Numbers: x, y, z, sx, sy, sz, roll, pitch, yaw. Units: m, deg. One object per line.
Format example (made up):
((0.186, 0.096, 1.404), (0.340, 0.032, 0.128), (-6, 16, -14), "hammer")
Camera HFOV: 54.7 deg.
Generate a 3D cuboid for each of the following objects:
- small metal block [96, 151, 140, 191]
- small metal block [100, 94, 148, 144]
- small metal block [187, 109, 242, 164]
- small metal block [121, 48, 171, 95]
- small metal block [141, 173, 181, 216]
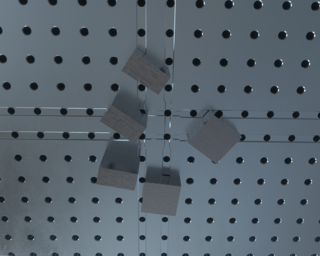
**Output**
((-0.055, 0.057, 0.420), (0.050, 0.050, 0.025), (11, 110, -5), "small metal block")
((-0.044, -0.013, 0.395), (0.050, 0.050, 0.025), (34, 106, -12), "small metal block")
((0.072, 0.012, 0.419), (0.050, 0.025, 0.050), (37, 106, -13), "small metal block")
((-0.016, -0.070, 0.374), (0.050, 0.050, 0.025), (32, 107, -12), "small metal block")
((0.001, 0.097, 0.449), (0.050, 0.025, 0.050), (8, 110, -4), "small metal block")
